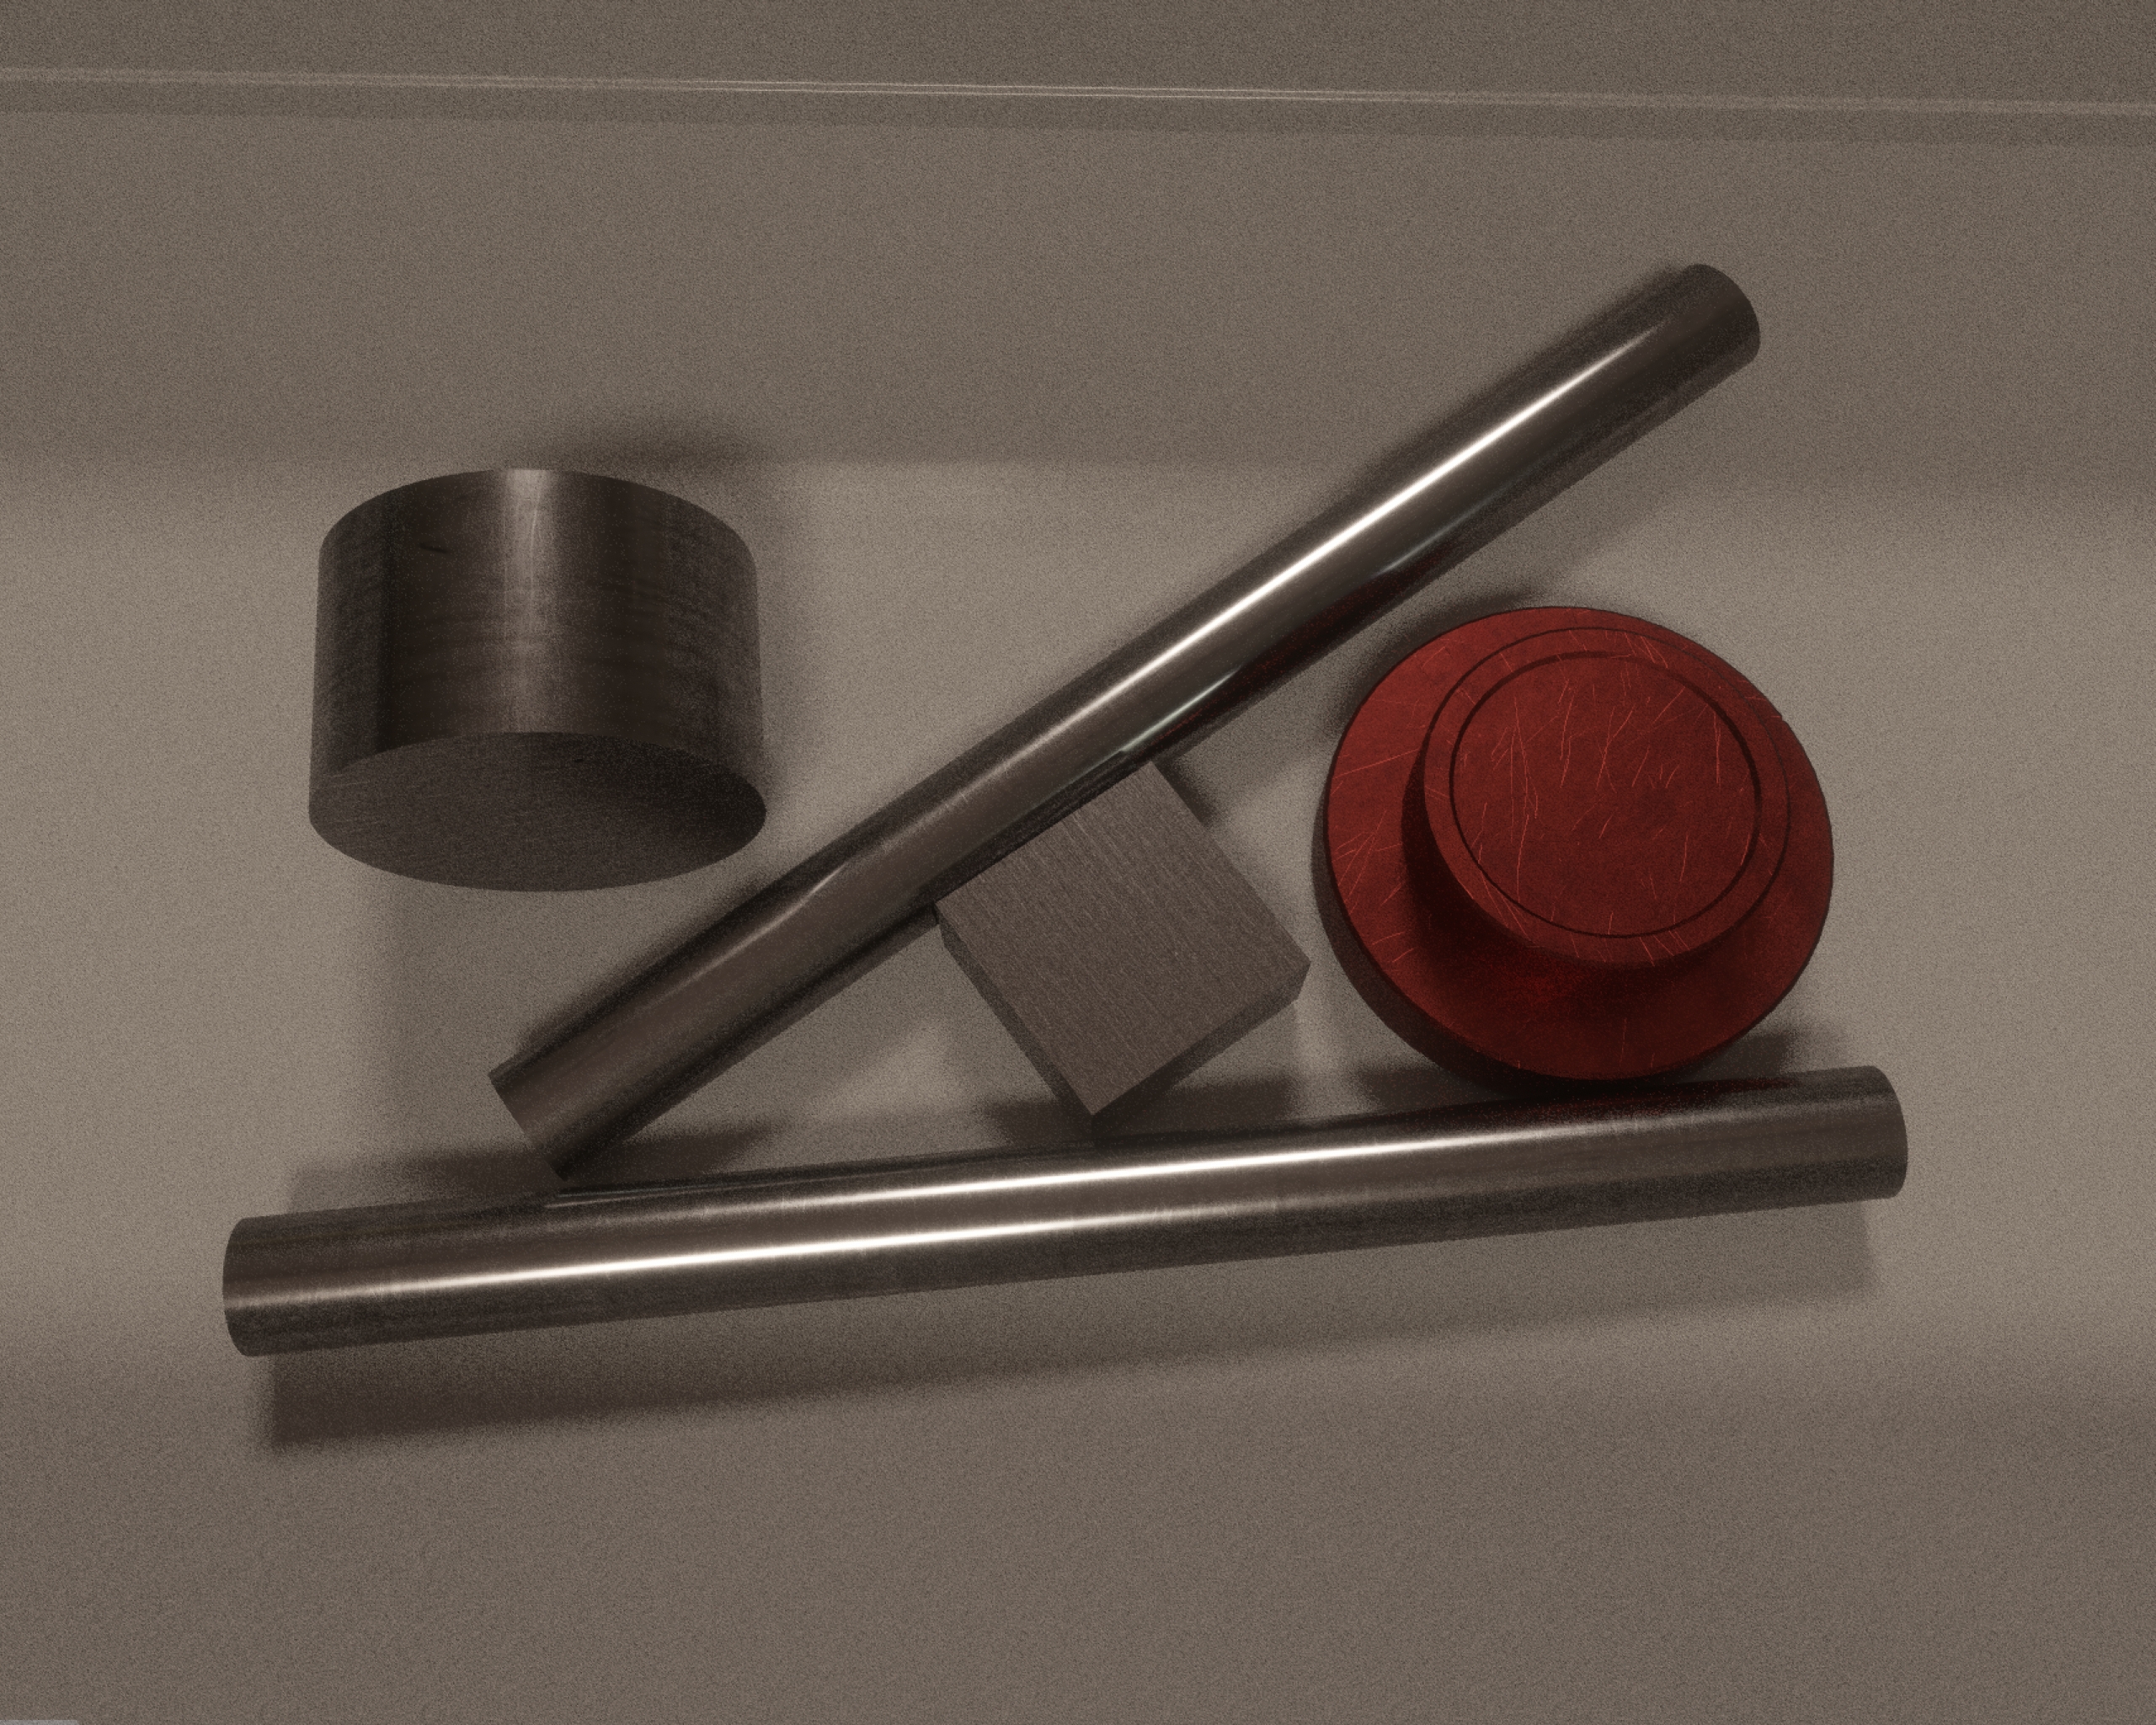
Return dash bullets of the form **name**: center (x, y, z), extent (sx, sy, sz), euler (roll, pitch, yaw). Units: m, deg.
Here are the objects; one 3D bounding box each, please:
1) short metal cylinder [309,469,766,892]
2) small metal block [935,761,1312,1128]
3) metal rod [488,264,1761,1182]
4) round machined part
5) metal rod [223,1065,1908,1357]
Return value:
- **short metal cylinder**: center (-0.100, -0.031, 0.390), extent (0.081, 0.080, 0.050), euler (-5, 70, -2)
- **small metal block**: center (0.008, 0.017, 0.401), extent (0.050, 0.025, 0.050), euler (-34, 74, -12)
- **metal rod**: center (0.018, -0.035, 0.421), extent (0.301, 0.025, 0.025), euler (-35, 74, -12)
- **round machined part**: center (0.097, -0.006, 0.401), extent (0.099, 0.042, 0.098), euler (0, 70, -1)
- **metal rod**: center (0.000, 0.064, 0.385), extent (0.302, 0.025, 0.025), euler (-5, 70, -3)
